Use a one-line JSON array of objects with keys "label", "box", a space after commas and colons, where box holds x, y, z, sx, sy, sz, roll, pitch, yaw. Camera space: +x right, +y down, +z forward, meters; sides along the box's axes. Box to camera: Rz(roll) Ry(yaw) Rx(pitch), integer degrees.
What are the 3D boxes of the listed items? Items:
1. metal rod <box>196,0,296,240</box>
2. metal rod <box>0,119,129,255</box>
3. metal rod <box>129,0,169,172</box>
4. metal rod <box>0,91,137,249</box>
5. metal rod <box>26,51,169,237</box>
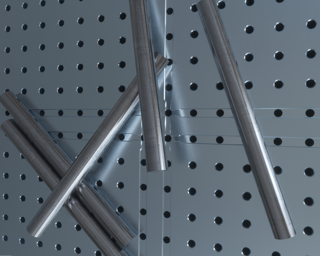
[{"label": "metal rod", "box": [0.102, -0.017, 0.376, 0.025, 0.025, 0.299, -19, 84, 18]}, {"label": "metal rod", "box": [-0.141, 0.098, 0.460, 0.300, 0.025, 0.025, 45, 104, 14]}, {"label": "metal rod", "box": [-0.020, -0.094, 0.391, 0.025, 0.025, 0.299, -11, 76, 19]}, {"label": "metal rod", "box": [-0.144, 0.053, 0.461, 0.300, 0.025, 0.025, 45, 104, 14]}, {"label": "metal rod", "box": [-0.086, 0.024, 0.422, 0.025, 0.025, 0.299, 38, 94, 16]}]
